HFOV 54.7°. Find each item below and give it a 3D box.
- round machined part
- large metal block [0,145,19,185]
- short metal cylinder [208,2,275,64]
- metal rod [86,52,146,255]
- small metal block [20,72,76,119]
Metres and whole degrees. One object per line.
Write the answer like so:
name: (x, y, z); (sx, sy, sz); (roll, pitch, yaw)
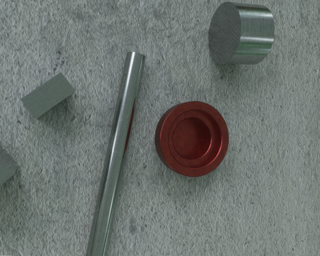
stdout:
round machined part: (0.039, 0.014, 0.416); (0.099, 0.042, 0.097); (0, 90, -21)
large metal block: (-0.195, 0.050, 0.308); (0.080, 0.080, 0.050); (-41, 104, -16)
short metal cylinder: (0.108, -0.127, 0.421); (0.050, 0.080, 0.079); (-4, 92, -20)
metal rod: (-0.059, 0.053, 0.388); (0.025, 0.025, 0.298); (12, 86, -20)
small metal block: (-0.126, -0.035, 0.350); (0.050, 0.050, 0.025); (-39, 103, -16)
